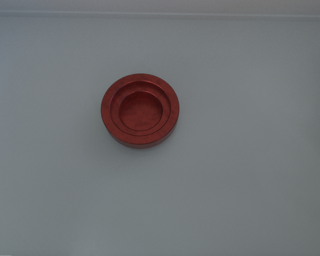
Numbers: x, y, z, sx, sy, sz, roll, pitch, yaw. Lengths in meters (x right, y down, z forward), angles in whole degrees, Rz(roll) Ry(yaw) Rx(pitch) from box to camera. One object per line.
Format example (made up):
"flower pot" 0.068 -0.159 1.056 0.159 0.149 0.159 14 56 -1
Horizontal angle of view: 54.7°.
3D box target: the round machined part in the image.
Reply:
"round machined part" -0.025 -0.019 0.407 0.099 0.042 0.098 0 70 -1
